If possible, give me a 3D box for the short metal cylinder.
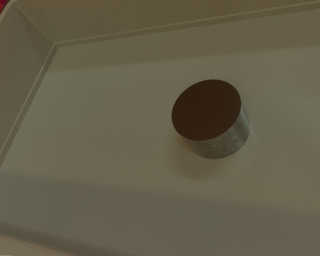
[{"bbox_3d":[0.060,-0.010,0.365,0.080,0.050,0.080,-13,56,21],"label":"short metal cylinder"}]
